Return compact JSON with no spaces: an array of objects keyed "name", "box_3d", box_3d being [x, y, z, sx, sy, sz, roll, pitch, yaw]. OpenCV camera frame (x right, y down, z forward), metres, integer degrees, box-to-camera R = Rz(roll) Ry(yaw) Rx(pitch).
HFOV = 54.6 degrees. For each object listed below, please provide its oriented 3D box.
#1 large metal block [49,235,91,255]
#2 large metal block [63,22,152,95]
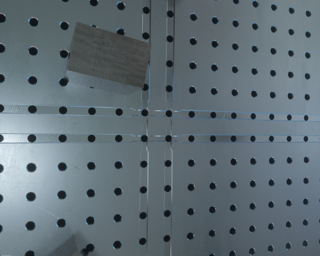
[{"name":"large metal block","box_3d":[-0.107,0.190,0.360,0.080,0.050,0.080,-38,102,-16]},{"name":"large metal block","box_3d":[-0.064,-0.075,0.359,0.081,0.080,0.050,11,86,-20]}]
